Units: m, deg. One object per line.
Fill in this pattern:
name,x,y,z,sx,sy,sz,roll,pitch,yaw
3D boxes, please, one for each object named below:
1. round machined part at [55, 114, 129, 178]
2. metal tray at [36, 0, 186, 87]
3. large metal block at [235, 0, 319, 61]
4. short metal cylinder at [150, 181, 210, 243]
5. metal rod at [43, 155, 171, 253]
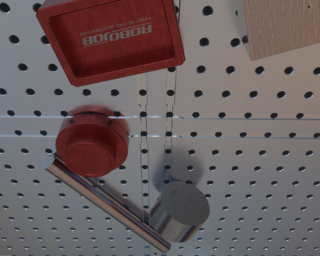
round machined part,-0.094,0.031,0.426,0.099,0.042,0.097,0,130,0
metal tray,-0.046,-0.099,0.323,0.131,0.030,0.090,-11,130,8
large metal block,0.117,-0.120,0.294,0.080,0.050,0.080,-14,129,11
short metal cylinder,0.031,0.131,0.487,0.081,0.080,0.050,15,129,-13
metal rod,-0.075,0.142,0.531,0.025,0.025,0.300,-28,125,22
